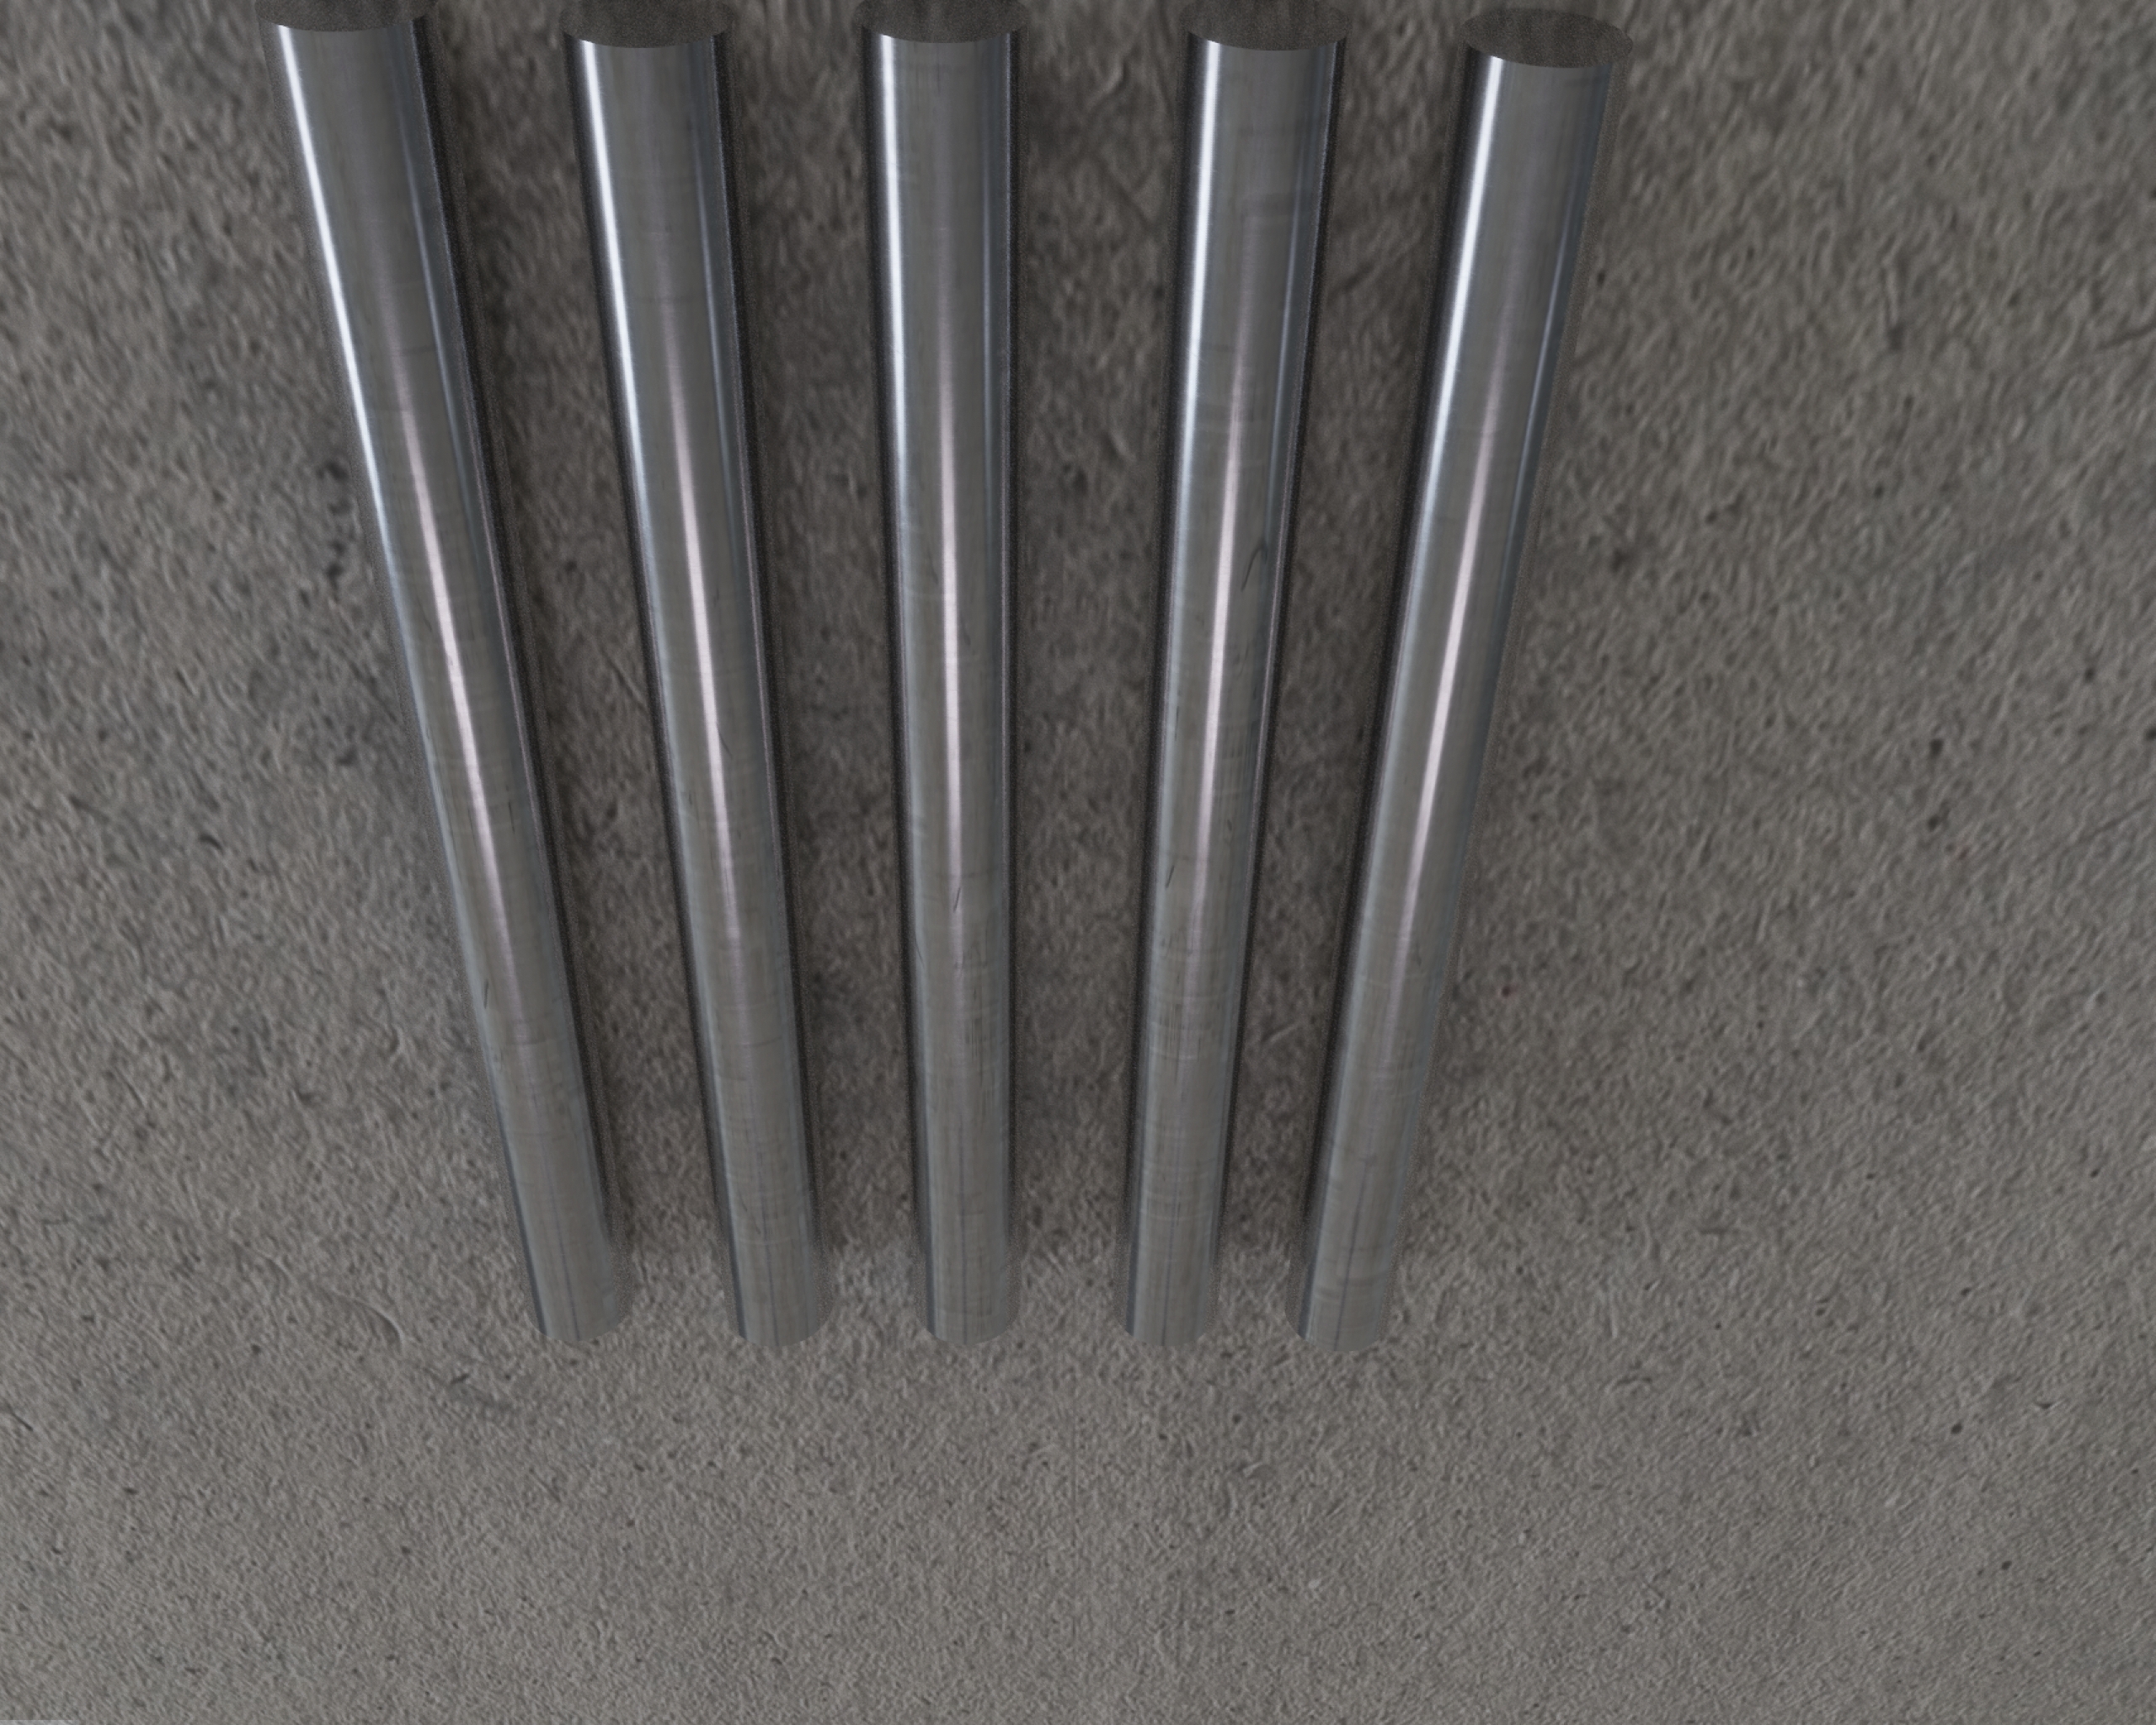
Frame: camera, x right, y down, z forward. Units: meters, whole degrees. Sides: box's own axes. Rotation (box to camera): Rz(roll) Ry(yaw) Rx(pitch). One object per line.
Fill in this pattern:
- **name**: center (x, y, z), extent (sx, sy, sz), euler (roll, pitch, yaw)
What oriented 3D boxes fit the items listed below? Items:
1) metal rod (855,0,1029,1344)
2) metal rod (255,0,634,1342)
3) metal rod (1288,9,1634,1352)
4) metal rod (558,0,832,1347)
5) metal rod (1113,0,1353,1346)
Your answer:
- **metal rod**: center (-0.023, -0.009, 0.398), extent (0.025, 0.025, 0.298), euler (1, 130, -1)
- **metal rod**: center (-0.111, -0.010, 0.396), extent (0.025, 0.025, 0.298), euler (2, 130, -2)
- **metal rod**: center (0.065, -0.007, 0.401), extent (0.025, 0.025, 0.298), euler (1, 130, -1)
- **metal rod**: center (-0.067, -0.009, 0.398), extent (0.025, 0.025, 0.298), euler (1, 130, -1)
- **metal rod**: center (0.024, -0.009, 0.399), extent (0.025, 0.025, 0.298), euler (1, 130, -1)
